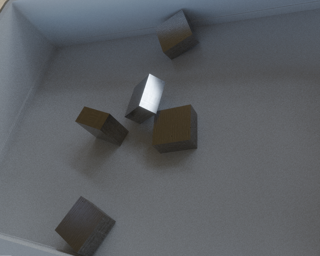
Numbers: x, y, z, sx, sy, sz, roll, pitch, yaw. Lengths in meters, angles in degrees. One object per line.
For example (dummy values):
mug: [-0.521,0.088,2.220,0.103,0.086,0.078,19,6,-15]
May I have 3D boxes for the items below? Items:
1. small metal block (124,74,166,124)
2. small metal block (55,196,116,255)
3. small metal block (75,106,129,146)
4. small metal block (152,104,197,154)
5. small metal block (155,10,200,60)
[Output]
small metal block: [-0.021,-0.039,0.425,0.050,0.025,0.050,-29,41,58]
small metal block: [-0.091,0.119,0.377,0.050,0.025,0.050,23,70,39]
small metal block: [-0.081,-0.002,0.434,0.050,0.050,0.025,16,70,34]
small metal block: [0.020,0.002,0.394,0.050,0.025,0.050,-10,57,23]
small metal block: [0.025,-0.140,0.469,0.050,0.025,0.050,-28,62,21]
